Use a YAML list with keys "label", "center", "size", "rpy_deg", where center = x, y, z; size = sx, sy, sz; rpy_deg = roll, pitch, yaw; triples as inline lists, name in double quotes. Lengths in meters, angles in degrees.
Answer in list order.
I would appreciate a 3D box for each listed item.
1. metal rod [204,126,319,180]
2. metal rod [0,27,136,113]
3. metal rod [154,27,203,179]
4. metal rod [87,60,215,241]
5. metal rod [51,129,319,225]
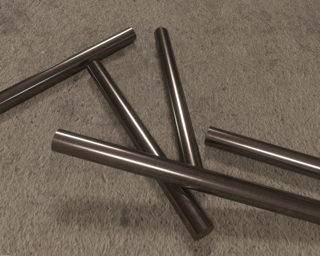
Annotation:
- label: "metal rod"
  center: [0.201, 0.052, 0.362]
  size: [0.301, 0.025, 0.025]
  rpy_deg: [17, 52, 13]
- label: "metal rod"
  center: [-0.157, -0.084, 0.471]
  size: [0.302, 0.025, 0.025]
  rpy_deg: [-37, 59, -27]
- label: "metal rod"
  center: [0.021, -0.052, 0.446]
  size: [0.025, 0.025, 0.300]
  rpy_deg: [-5, 50, -5]
- label: "metal rod"
  center: [-0.028, 0.006, 0.397]
  size: [0.025, 0.025, 0.300]
  rpy_deg: [-23, 54, -18]
- label: "metal rod"
  center: [0.035, 0.053, 0.329]
  size: [0.302, 0.025, 0.025]
  rpy_deg: [15, 51, 0]
